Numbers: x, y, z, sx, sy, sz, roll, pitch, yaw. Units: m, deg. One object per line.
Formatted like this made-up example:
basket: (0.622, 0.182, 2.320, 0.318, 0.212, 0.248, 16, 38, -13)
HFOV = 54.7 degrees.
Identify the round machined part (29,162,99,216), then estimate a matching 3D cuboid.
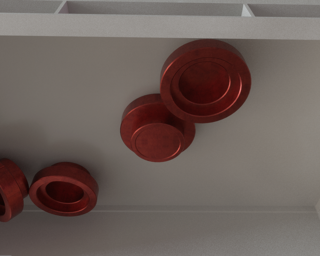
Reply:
round machined part: (-0.143, 0.090, 0.473, 0.099, 0.042, 0.097, 0, 130, 0)

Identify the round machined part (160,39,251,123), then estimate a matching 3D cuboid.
round machined part: (0.049, -0.055, 0.351, 0.099, 0.042, 0.097, 0, 130, 0)

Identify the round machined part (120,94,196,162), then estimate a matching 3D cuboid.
round machined part: (-0.003, 0.007, 0.404, 0.099, 0.042, 0.097, 0, 130, 0)

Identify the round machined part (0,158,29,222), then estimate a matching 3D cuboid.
round machined part: (-0.229, 0.082, 0.446, 0.098, 0.042, 0.097, 15, 121, 28)
